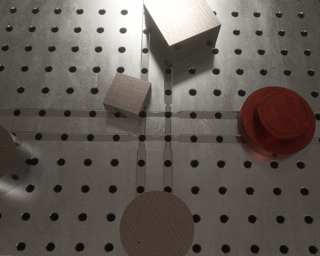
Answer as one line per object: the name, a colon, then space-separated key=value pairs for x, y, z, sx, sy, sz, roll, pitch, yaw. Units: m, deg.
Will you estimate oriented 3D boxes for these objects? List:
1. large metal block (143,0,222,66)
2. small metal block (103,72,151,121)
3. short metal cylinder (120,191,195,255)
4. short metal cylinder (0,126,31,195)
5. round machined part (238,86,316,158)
large metal block: x=0.031 y=-0.151 z=0.454 sx=0.080 sy=0.050 sz=0.080 roll=-25 pitch=72 yaw=-9
small metal block: x=-0.044 y=-0.043 z=0.427 sx=0.050 sy=0.025 sz=0.050 roll=18 pitch=71 yaw=6
short metal cylinder: x=-0.003 y=0.116 z=0.356 sx=0.081 sy=0.050 sz=0.080 roll=0 pitch=70 yaw=0
short metal cylinder: x=-0.209 y=0.039 z=0.382 sx=0.081 sy=0.050 sz=0.080 roll=0 pitch=70 yaw=-1
round machined part: x=0.157 y=-0.012 z=0.409 sx=0.099 sy=0.042 sz=0.098 roll=0 pitch=70 yaw=-1
